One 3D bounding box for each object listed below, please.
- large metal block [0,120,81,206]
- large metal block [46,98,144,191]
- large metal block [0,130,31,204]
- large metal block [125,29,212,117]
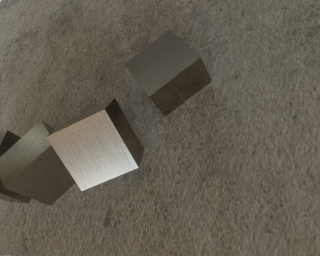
[{"bbox_3d":[-0.153,0.049,0.417,0.080,0.080,0.050,-43,51,-2],"label":"large metal block"},{"bbox_3d":[-0.077,0.020,0.386,0.080,0.080,0.050,-24,16,13],"label":"large metal block"},{"bbox_3d":[-0.222,0.057,0.447,0.050,0.080,0.080,-2,61,27],"label":"large metal block"},{"bbox_3d":[0.011,-0.077,0.428,0.080,0.050,0.080,-37,51,3],"label":"large metal block"}]
